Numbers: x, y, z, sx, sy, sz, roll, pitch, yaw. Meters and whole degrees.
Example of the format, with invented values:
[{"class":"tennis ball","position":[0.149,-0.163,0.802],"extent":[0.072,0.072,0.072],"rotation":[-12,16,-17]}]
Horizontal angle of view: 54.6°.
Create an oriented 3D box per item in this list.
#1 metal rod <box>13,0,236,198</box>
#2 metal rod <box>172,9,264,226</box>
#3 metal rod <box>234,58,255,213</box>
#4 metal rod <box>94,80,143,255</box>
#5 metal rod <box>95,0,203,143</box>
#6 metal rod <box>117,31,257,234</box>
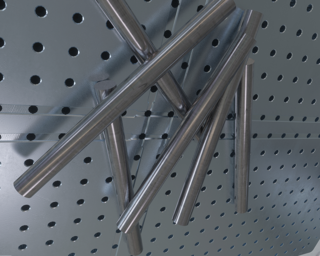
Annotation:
[{"class":"metal rod","position":[-0.038,-0.035,0.334],"extent":[0.300,0.025,0.025],"rotation":[-42,129,1]},{"class":"metal rod","position":[0.073,-0.005,0.417],"extent":[0.025,0.025,0.298],"rotation":[10,104,-33]},{"class":"metal rod","position":[0.134,0.031,0.502],"extent":[0.025,0.025,0.298],"rotation":[-21,127,-16]},{"class":"metal rod","position":[-0.051,0.076,0.429],"extent":[0.025,0.025,0.298],"rotation":[-18,126,-18]},{"class":"metal rod","position":[0.000,-0.065,0.370],"extent":[0.025,0.025,0.300],"rotation":[-40,129,-1]},{"class":"metal rod","position":[0.027,0.016,0.400],"extent":[0.025,0.025,0.299],"rotation":[22,107,-36]}]
